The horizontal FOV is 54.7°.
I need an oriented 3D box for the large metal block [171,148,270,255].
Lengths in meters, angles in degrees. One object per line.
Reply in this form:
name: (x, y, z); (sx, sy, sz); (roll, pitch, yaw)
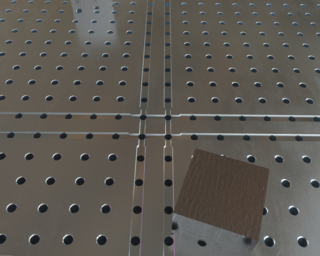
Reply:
large metal block: (0.064, 0.077, 0.327); (0.080, 0.050, 0.080); (15, 52, 12)

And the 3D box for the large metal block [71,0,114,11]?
large metal block: (-0.137, -0.281, 0.607); (0.081, 0.080, 0.050); (-6, 51, -5)
